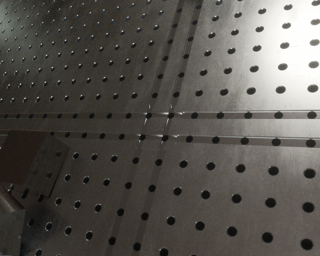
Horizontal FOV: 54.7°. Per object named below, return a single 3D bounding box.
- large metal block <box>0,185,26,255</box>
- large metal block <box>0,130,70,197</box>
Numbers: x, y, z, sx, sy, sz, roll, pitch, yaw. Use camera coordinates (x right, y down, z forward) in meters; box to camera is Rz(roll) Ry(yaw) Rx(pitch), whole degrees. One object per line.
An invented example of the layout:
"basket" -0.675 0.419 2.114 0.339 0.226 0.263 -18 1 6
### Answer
"large metal block" -0.225 0.128 0.407 0.080 0.050 0.079 23 107 36
"large metal block" -0.195 0.051 0.460 0.080 0.050 0.080 2 61 28
